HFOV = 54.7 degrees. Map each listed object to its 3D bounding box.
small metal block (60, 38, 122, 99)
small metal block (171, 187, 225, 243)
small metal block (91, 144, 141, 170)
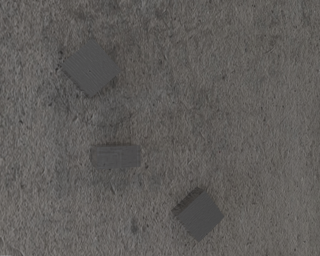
[{"bbox_3d":[-0.085,-0.071,0.378,0.050,0.025,0.050,-45,104,-14],"label":"small metal block"},{"bbox_3d":[0.052,0.119,0.428,0.050,0.025,0.050,-40,103,-16],"label":"small metal block"},{"bbox_3d":[-0.055,0.033,0.375,0.050,0.050,0.025,-1,91,-20],"label":"small metal block"}]
